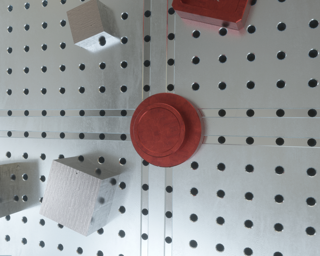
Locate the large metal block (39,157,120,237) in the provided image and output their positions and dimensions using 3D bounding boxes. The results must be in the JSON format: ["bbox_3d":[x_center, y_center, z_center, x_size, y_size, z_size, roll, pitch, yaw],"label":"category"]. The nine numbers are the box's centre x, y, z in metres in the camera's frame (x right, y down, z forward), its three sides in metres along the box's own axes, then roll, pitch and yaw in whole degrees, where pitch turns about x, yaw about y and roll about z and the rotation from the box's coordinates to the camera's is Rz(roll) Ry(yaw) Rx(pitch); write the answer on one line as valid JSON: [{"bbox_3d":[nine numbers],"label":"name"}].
[{"bbox_3d":[-0.113,0.093,0.439,0.080,0.050,0.080,18,96,19],"label":"large metal block"}]

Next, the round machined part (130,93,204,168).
[{"bbox_3d":[0.005,0.003,0.402,0.098,0.042,0.097,0,90,20],"label":"round machined part"}]

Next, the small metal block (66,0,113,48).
[{"bbox_3d":[-0.102,-0.151,0.449,0.050,0.025,0.050,-16,85,19],"label":"small metal block"}]

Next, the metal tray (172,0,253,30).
[{"bbox_3d":[0.078,-0.197,0.382,0.090,0.030,0.129,20,96,18],"label":"metal tray"}]

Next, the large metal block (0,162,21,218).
[{"bbox_3d":[-0.277,0.099,0.497,0.080,0.050,0.080,-5,88,20],"label":"large metal block"}]
